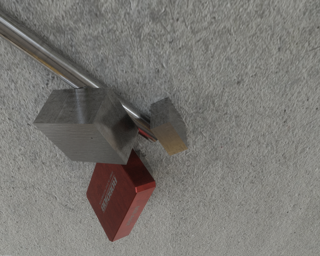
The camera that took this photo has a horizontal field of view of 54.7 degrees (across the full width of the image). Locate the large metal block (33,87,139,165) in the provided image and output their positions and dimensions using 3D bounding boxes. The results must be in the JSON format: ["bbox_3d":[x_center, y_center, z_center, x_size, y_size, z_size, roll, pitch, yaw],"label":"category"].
[{"bbox_3d":[-0.083,-0.001,0.365,0.080,0.050,0.080,1,144,24],"label":"large metal block"}]

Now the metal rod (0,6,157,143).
[{"bbox_3d":[-0.112,-0.071,0.345,0.301,0.025,0.025,37,121,-28],"label":"metal rod"}]

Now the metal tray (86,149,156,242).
[{"bbox_3d":[-0.060,0.088,0.437,0.030,0.090,0.129,-11,140,-38],"label":"metal tray"}]

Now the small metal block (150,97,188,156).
[{"bbox_3d":[0.012,-0.002,0.389,0.025,0.050,0.050,-23,127,18],"label":"small metal block"}]

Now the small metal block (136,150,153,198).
[{"bbox_3d":[-0.031,0.069,0.449,0.025,0.050,0.050,-16,129,13],"label":"small metal block"}]
